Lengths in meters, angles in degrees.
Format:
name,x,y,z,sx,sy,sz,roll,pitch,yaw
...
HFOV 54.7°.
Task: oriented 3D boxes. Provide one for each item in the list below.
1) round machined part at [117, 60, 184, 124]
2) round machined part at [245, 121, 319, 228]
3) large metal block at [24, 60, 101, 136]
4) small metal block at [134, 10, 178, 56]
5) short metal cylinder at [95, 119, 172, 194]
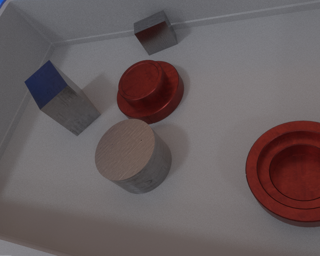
name,x,y,z,sx,sy,sz,roll,pitch,yaw
round machined part,-0.019,-0.057,0.439,0.098,0.042,0.098,-13,56,20
round machined part,0.136,0.045,0.296,0.098,0.042,0.098,-13,56,20
large metal block,-0.148,-0.045,0.473,0.050,0.080,0.080,-43,51,-1
small metal block,-0.006,-0.146,0.481,0.050,0.050,0.025,-18,55,17
short metal cylinder,-0.032,0.035,0.384,0.080,0.050,0.080,-13,56,20
